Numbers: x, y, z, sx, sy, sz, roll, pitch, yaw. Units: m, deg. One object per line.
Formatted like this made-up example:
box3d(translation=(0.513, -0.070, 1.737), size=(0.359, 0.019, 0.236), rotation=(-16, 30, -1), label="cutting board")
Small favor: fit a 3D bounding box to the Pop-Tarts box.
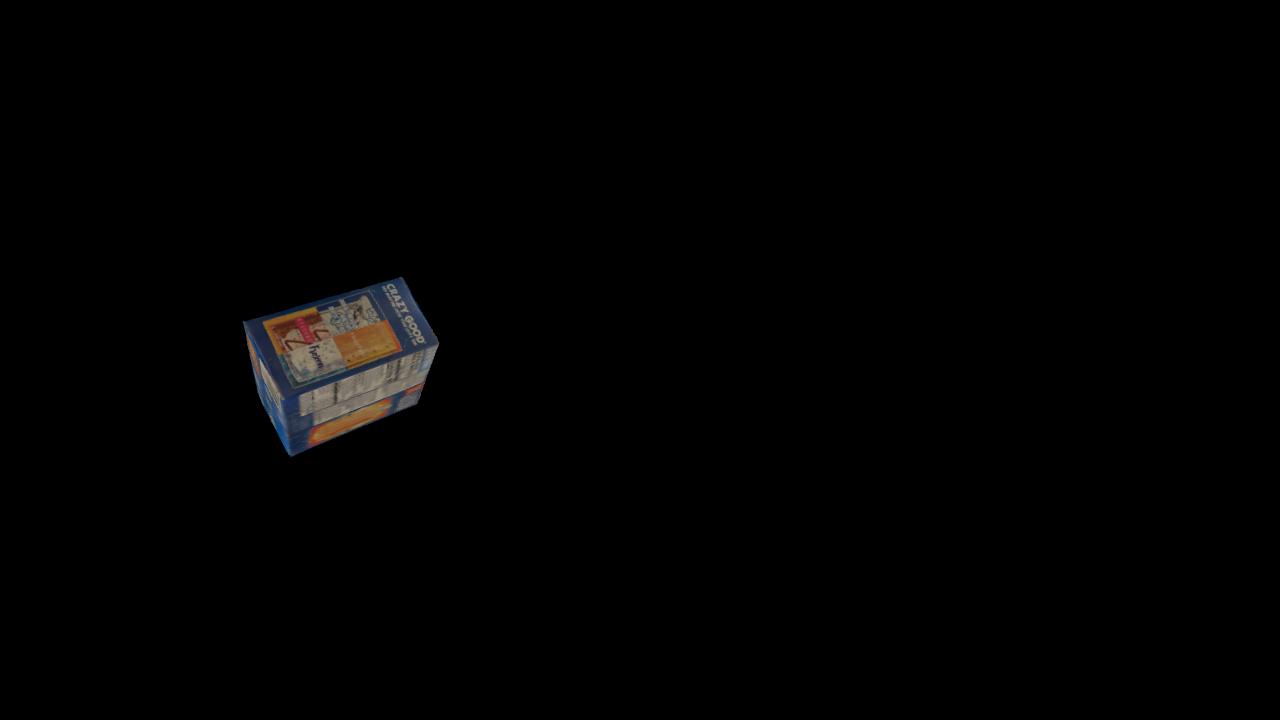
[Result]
box3d(translation=(-0.293, 0.009, 0.608), size=(0.141, 0.083, 0.167), rotation=(-25, -11, -34), label="Pop-Tarts box")
